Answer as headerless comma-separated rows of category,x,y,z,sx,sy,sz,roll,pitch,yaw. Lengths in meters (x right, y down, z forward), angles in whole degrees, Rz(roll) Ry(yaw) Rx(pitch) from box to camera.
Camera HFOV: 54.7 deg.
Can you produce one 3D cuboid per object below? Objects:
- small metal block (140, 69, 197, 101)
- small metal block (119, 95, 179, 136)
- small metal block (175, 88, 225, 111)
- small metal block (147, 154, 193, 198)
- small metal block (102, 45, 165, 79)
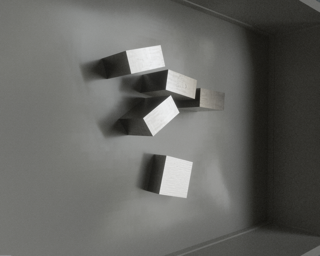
small metal block,0.011,-0.054,0.402,0.050,0.050,0.025,12,83,-40
small metal block,-0.014,-0.015,0.381,0.050,0.050,0.025,-42,116,-32
small metal block,0.055,-0.039,0.439,0.050,0.050,0.025,4,87,-40
small metal block,0.014,0.066,0.421,0.050,0.025,0.050,18,78,-39
small metal block,-0.031,-0.078,0.366,0.050,0.050,0.025,-21,104,-38
